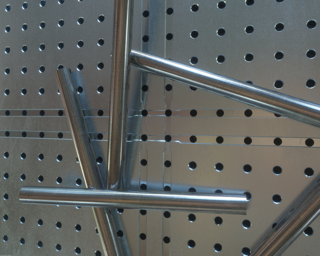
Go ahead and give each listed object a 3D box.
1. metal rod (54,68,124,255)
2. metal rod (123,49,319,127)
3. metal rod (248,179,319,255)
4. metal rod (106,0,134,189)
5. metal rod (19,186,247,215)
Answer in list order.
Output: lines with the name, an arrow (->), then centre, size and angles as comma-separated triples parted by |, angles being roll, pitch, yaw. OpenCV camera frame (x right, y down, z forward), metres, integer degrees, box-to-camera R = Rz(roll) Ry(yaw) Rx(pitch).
metal rod -> -0.101, 0.057, 0.446 | 0.025, 0.025, 0.299 | -19, 84, 18
metal rod -> 0.072, -0.054, 0.386 | 0.301, 0.025, 0.025 | 21, 97, 18
metal rod -> 0.149, 0.118, 0.359 | 0.025, 0.025, 0.299 | 40, 102, 15
metal rod -> -0.052, -0.061, 0.407 | 0.025, 0.025, 0.298 | 8, 101, 19
metal rod -> -0.043, 0.093, 0.406 | 0.301, 0.025, 0.025 | 0, 90, 12
